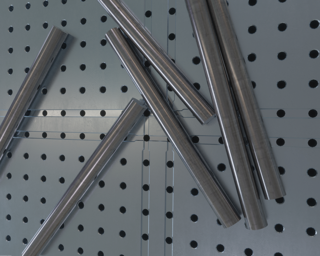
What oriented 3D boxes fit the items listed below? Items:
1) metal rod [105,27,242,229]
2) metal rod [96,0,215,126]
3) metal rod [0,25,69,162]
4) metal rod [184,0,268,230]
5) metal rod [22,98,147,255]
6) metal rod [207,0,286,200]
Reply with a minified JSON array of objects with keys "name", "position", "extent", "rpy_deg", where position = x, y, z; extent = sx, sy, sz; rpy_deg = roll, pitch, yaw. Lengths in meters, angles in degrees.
[{"name":"metal rod","position":[0.012,-0.008,0.408],"extent":[0.025,0.025,0.299],"rpy_deg":[-35,79,17]},{"name":"metal rod","position":[-0.029,-0.125,0.423],"extent":[0.025,0.025,0.300],"rpy_deg":[-42,77,15]},{"name":"metal rod","position":[-0.228,-0.025,0.494],"extent":[0.025,0.025,0.299],"rpy_deg":[36,101,16]},{"name":"metal rod","position":[0.078,-0.027,0.377],"extent":[0.025,0.025,0.299],"rpy_deg":[-16,88,19]},{"name":"metal rod","position":[-0.116,0.083,0.454],"extent":[0.025,0.025,0.299],"rpy_deg":[40,103,15]},{"name":"metal rod","position":[0.096,-0.063,0.378],"extent":[0.025,0.025,0.299],"rpy_deg":[-17,84,19]}]
